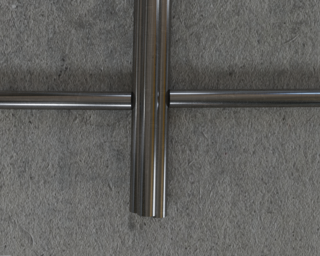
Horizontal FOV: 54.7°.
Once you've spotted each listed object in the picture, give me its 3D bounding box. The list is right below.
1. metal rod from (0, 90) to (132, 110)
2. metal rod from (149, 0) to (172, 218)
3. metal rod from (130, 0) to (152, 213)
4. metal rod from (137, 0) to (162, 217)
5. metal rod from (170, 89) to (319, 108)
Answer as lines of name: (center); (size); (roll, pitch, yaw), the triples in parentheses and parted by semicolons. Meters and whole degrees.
metal rod: (-0.188, -0.037, 0.408); (0.302, 0.025, 0.025); (0, 90, -1)
metal rod: (0.000, -0.033, 0.412); (0.025, 0.025, 0.298); (1, 90, -1)
metal rod: (-0.025, -0.039, 0.411); (0.025, 0.025, 0.298); (1, 90, -1)
metal rod: (-0.013, -0.040, 0.391); (0.025, 0.025, 0.298); (1, 90, -1)
metal rod: (0.164, -0.040, 0.413); (0.302, 0.025, 0.025); (0, 90, -1)
